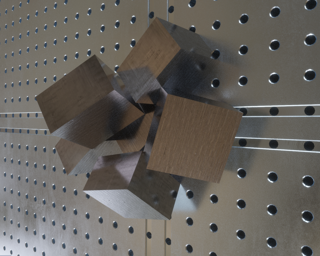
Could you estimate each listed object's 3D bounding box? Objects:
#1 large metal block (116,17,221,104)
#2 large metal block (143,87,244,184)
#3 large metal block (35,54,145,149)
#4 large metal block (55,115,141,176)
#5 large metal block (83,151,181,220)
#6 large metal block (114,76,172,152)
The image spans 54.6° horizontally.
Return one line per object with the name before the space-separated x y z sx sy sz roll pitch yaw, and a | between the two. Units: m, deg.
large metal block | 0.010 -0.073 0.366 0.080 0.081 0.050 -47 63 30
large metal block | 0.032 0.007 0.338 0.050 0.080 0.080 -115 39 -73
large metal block | -0.077 -0.025 0.356 0.080 0.080 0.050 -34 67 8
large metal block | -0.089 0.021 0.447 0.080 0.081 0.050 -46 63 30
large metal block | -0.035 0.075 0.394 0.080 0.080 0.050 -11 47 39
large metal block | -0.020 -0.012 0.413 0.080 0.050 0.080 -47 62 30
